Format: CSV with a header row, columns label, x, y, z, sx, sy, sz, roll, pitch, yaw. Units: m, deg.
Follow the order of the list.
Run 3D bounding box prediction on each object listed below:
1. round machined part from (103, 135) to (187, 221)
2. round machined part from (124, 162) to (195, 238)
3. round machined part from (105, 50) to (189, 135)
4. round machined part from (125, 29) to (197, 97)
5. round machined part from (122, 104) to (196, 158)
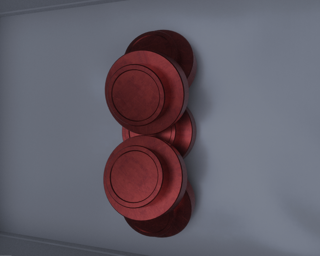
label,x,y,z,sx,sy,sz,roll,pitch,yaw
round machined part,-0.022,0.056,0.353,0.098,0.042,0.098,-4,78,19
round machined part,-0.009,0.095,0.388,0.098,0.042,0.097,5,107,18
round machined part,-0.020,-0.039,0.352,0.098,0.042,0.097,5,104,19
round machined part,-0.006,-0.082,0.390,0.098,0.042,0.098,-5,72,18
round machined part,-0.006,0.004,0.402,0.098,0.042,0.097,0,89,20
